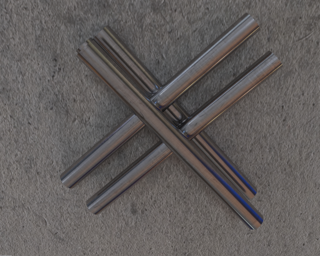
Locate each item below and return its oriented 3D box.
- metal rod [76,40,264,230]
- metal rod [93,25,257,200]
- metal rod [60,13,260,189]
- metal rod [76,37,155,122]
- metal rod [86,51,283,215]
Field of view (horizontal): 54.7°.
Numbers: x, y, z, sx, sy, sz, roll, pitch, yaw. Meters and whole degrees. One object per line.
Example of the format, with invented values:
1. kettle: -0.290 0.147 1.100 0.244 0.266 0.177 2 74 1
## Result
1. metal rod: 0.023 0.019 0.365 0.025 0.025 0.300 -41 106 13
2. metal rod: 0.029 -0.010 0.408 0.025 0.025 0.300 -40 106 13
3. metal rod: -0.010 -0.024 0.375 0.300 0.025 0.025 -40 106 13
4. metal rod: 0.008 0.004 0.412 0.025 0.025 0.300 -40 106 13
5. metal rod: 0.021 0.014 0.390 0.300 0.025 0.025 -40 106 13
